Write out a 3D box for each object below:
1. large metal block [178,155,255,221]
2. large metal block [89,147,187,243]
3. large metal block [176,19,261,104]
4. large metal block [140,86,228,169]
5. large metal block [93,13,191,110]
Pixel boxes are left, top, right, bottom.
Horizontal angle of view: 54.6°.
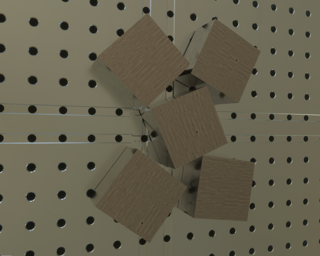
[{"bbox_3d":[0.077,0.080,0.427,0.081,0.050,0.080,10,87,-20],"label":"large metal block"},{"bbox_3d":[-0.028,0.080,0.387,0.080,0.050,0.080,39,77,-16],"label":"large metal block"},{"bbox_3d":[0.078,-0.087,0.427,0.080,0.050,0.080,28,81,-21],"label":"large metal block"},{"bbox_3d":[0.031,-0.002,0.409,0.081,0.050,0.080,-24,98,-18],"label":"large metal block"},{"bbox_3d":[-0.024,-0.080,0.390,0.080,0.050,0.080,-46,104,-14],"label":"large metal block"}]
